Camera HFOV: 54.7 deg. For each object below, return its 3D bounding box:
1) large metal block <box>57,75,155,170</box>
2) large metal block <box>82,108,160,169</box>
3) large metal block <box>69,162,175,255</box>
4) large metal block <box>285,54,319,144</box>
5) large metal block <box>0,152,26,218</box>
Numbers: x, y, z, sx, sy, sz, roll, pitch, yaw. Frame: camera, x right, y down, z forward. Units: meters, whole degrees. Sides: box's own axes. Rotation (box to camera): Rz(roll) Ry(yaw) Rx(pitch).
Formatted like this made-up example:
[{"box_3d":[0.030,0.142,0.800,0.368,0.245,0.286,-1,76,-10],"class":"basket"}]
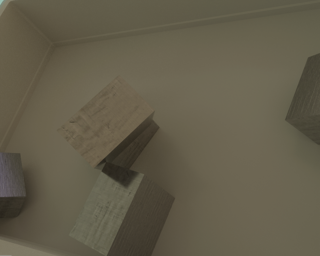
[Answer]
[{"box_3d":[-0.054,-0.001,0.335,0.080,0.080,0.050,-44,86,-10],"class":"large metal block"},{"box_3d":[-0.062,0.004,0.418,0.080,0.050,0.080,28,77,37],"class":"large metal block"},{"box_3d":[-0.035,0.093,0.331,0.050,0.080,0.080,13,68,33],"class":"large metal block"},{"box_3d":[0.179,-0.033,0.292,0.080,0.050,0.080,-63,18,-17],"class":"large metal block"},{"box_3d":[-0.242,0.080,0.437,0.050,0.081,0.080,-56,44,30],"class":"large metal block"}]
